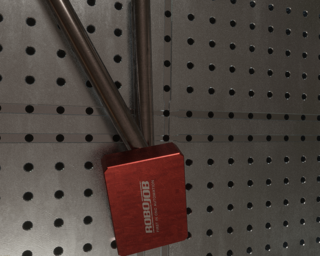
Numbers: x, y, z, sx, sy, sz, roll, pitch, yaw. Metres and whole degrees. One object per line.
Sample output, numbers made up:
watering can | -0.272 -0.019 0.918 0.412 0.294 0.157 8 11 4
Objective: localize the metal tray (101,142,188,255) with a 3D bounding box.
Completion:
metal tray | -0.016 0.088 0.375 0.091 0.030 0.129 -10 115 -12

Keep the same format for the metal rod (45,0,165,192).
metal rod | -0.071 -0.057 0.372 0.025 0.025 0.299 -30 95 -18

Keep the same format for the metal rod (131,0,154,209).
metal rod | -0.021 -0.024 0.405 0.025 0.025 0.298 -2 91 -20
